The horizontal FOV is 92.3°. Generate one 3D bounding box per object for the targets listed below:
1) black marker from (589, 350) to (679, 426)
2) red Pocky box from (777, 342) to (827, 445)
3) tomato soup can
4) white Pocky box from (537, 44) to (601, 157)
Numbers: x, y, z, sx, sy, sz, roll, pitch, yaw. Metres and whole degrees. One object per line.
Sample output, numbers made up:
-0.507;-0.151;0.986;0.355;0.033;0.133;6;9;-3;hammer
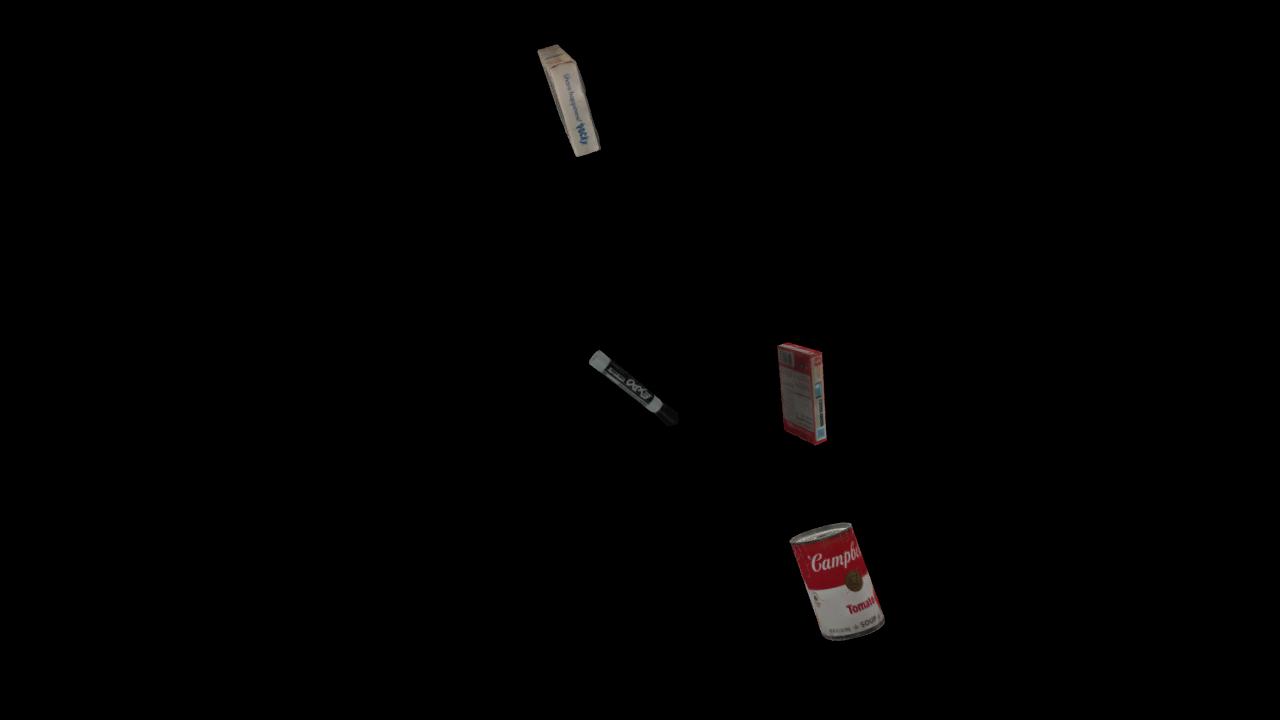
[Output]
-0.004;0.033;0.668;0.121;0.020;0.020;39;-13;-17;black marker
0.263;0.053;0.997;0.028;0.155;0.083;-16;20;-23;red Pocky box
0.204;0.229;0.641;0.068;0.101;0.068;-16;-10;-3;tomato soup can
-0.073;-0.267;0.625;0.028;0.084;0.154;-19;34;-1;white Pocky box
